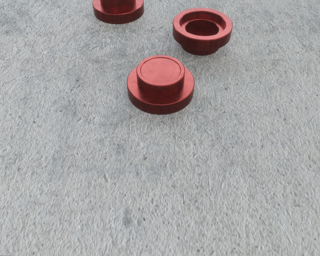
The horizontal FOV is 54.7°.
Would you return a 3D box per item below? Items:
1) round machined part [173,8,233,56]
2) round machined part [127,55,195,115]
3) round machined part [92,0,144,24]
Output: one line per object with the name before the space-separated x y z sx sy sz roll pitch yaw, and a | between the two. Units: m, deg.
round machined part | 0.071 -0.160 0.527 0.099 0.042 0.098 0 50 0
round machined part | 0.001 -0.069 0.450 0.099 0.042 0.098 0 50 0
round machined part | -0.081 -0.245 0.598 0.099 0.042 0.098 0 50 0
